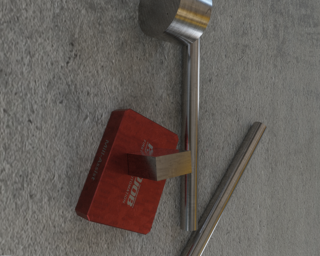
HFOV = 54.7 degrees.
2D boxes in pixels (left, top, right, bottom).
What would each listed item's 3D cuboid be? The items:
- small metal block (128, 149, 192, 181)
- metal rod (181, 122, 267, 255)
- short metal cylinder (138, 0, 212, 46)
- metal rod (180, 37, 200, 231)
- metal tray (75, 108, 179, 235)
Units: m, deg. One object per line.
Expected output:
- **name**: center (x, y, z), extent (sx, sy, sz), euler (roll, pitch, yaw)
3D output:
- **small metal block**: center (0.000, 0.039, 0.348), extent (0.050, 0.050, 0.025), euler (-6, 94, -40)
- **metal rod**: center (0.099, 0.106, 0.488), extent (0.025, 0.025, 0.301), euler (51, 60, -28)
- **short metal cylinder**: center (0.017, -0.147, 0.383), extent (0.050, 0.080, 0.080), euler (4, 87, -40)
- **metal rod**: center (0.043, -0.007, 0.440), extent (0.025, 0.025, 0.298), euler (1, 89, -40)
- **metal tray**: center (-0.035, 0.053, 0.373), extent (0.090, 0.030, 0.130), euler (29, 72, -36)
